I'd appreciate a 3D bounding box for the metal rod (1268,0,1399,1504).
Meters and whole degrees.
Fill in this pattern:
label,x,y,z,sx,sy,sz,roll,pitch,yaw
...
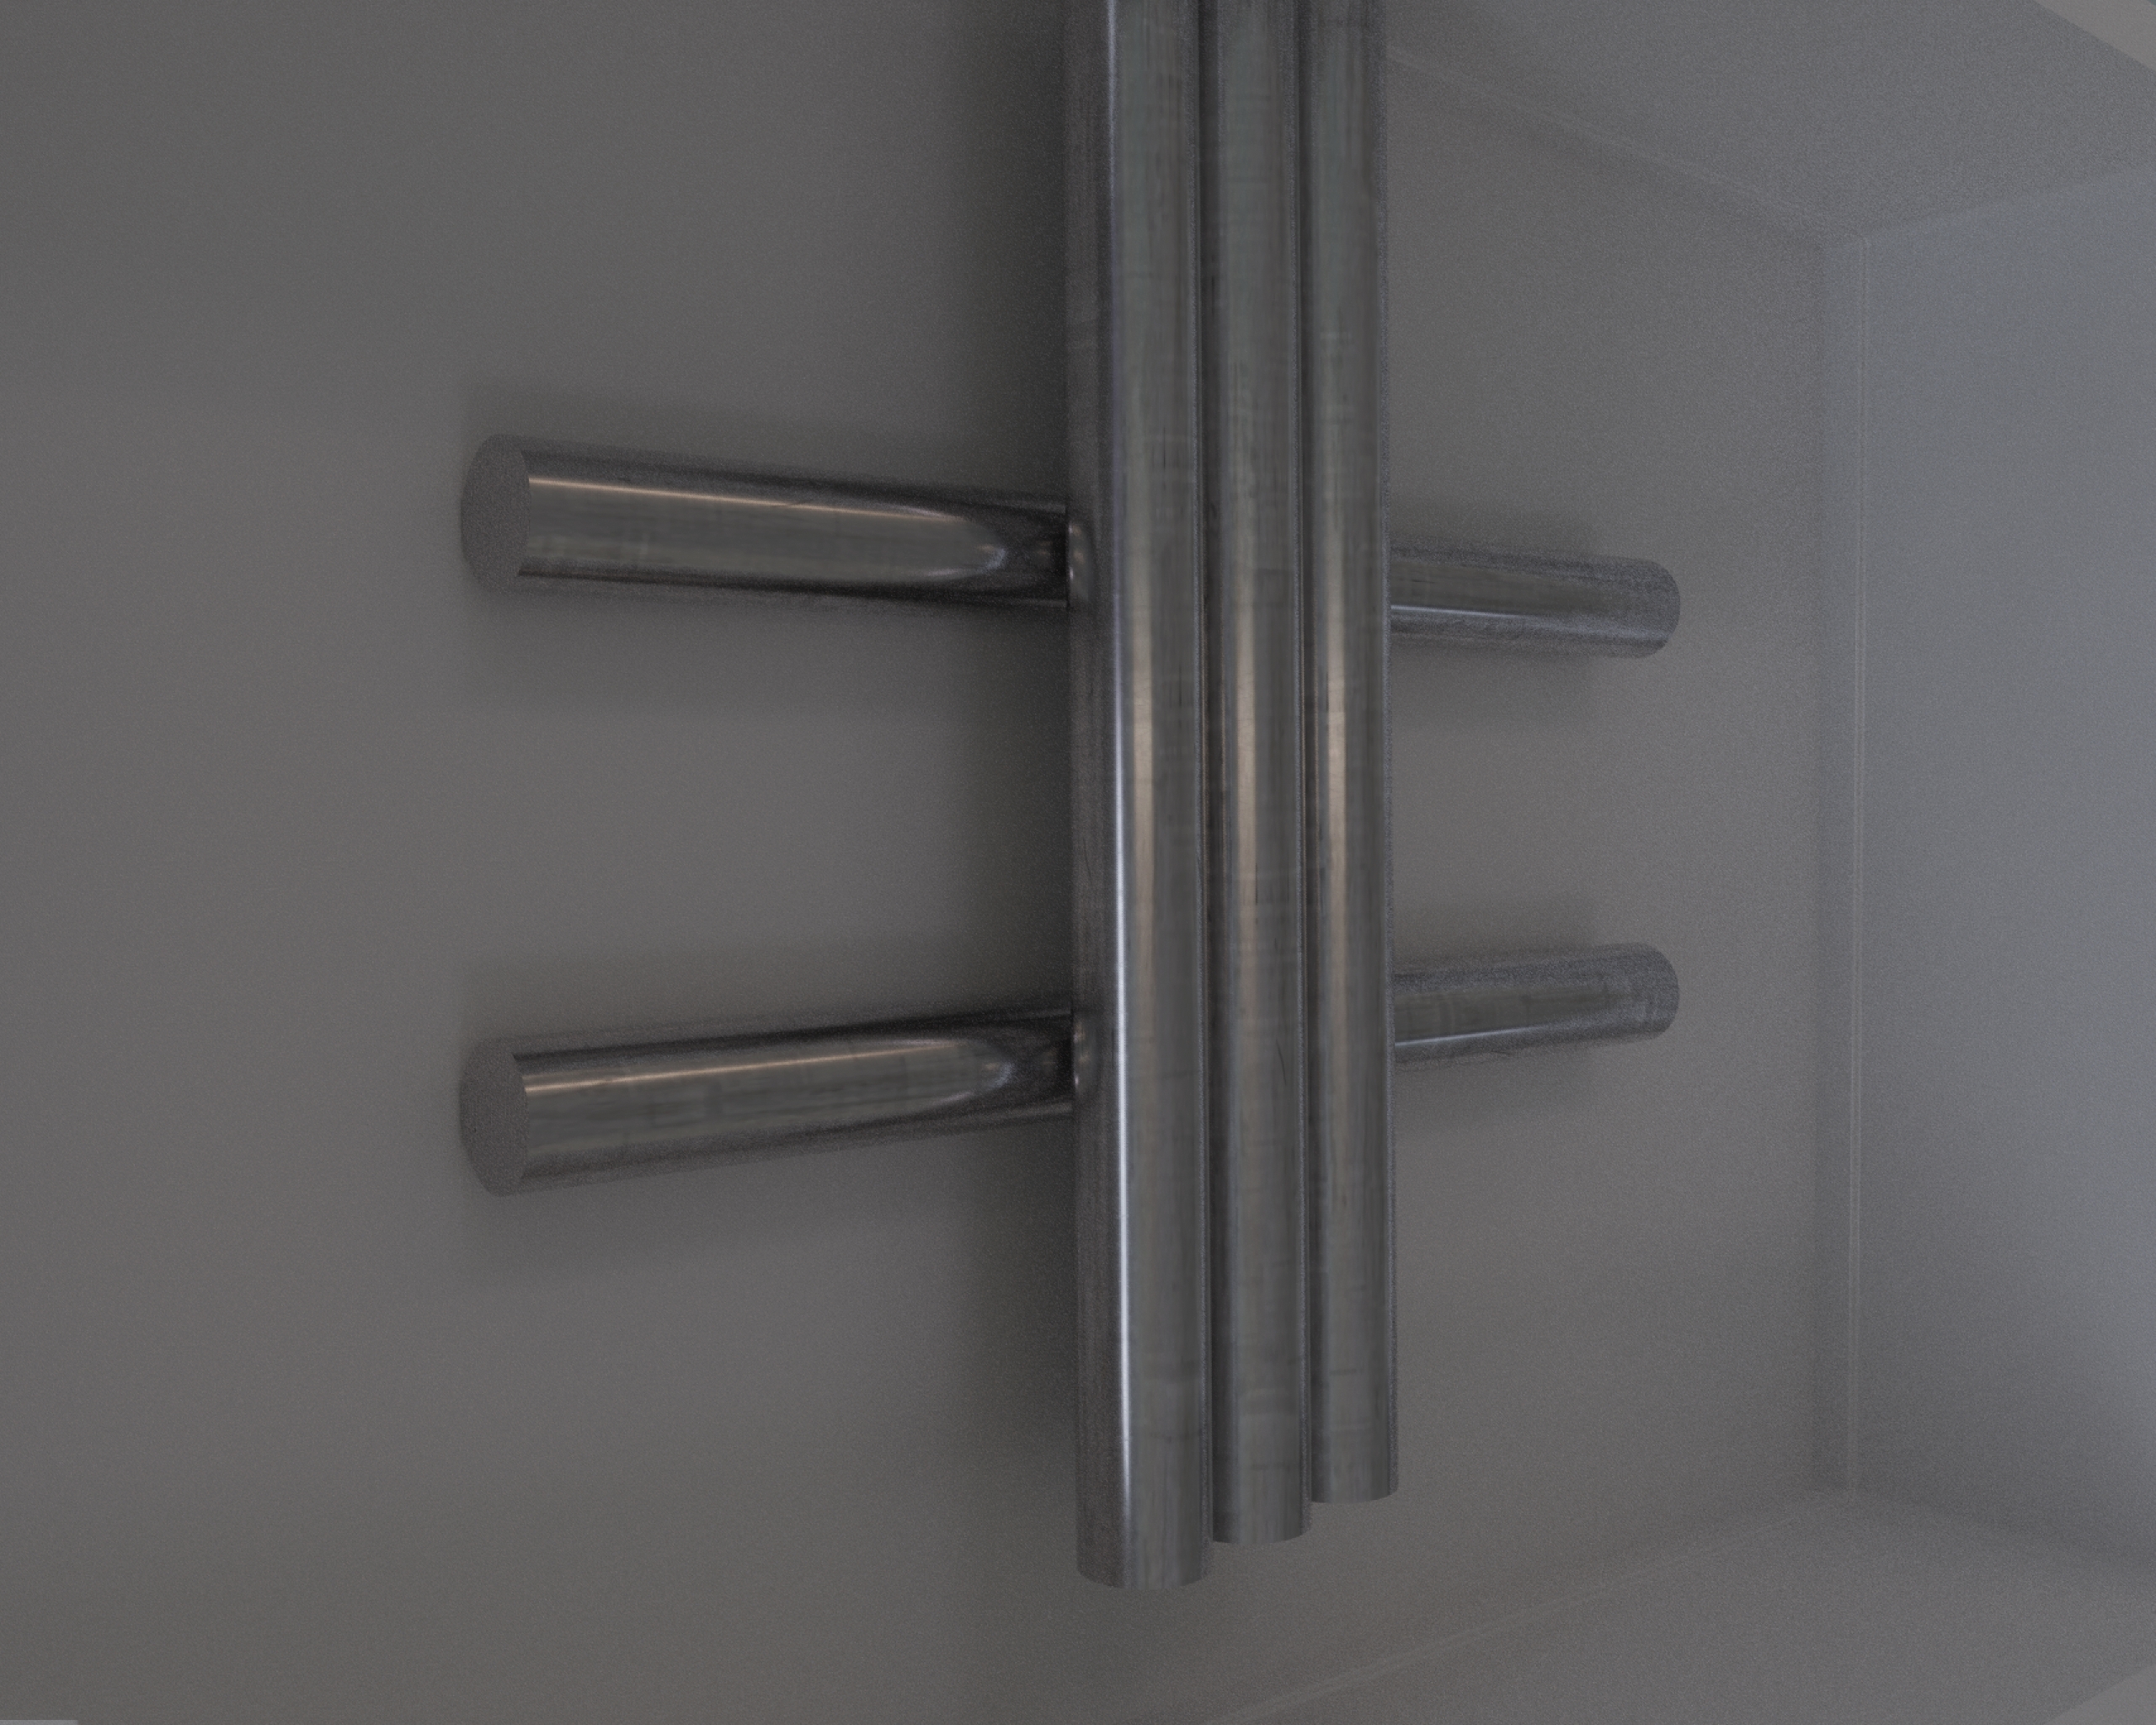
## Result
label,x,y,z,sx,sy,sz,roll,pitch,yaw
metal rod,0.049,-0.026,0.412,0.025,0.025,0.298,-1,91,-40

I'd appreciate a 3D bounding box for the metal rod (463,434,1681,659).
label,x,y,z,sx,sy,sz,roll,pitch,yaw
metal rod,0.024,-0.059,0.425,0.302,0.025,0.025,-2,92,-40

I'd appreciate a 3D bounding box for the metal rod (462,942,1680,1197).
label,x,y,z,sx,sy,sz,roll,pitch,yaw
metal rod,0.024,0.036,0.425,0.302,0.025,0.025,-2,91,-40

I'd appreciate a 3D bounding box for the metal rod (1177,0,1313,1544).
label,x,y,z,sx,sy,sz,roll,pitch,yaw
metal rod,0.031,-0.023,0.396,0.025,0.025,0.298,-1,91,-40

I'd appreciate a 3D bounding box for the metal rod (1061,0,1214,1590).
label,x,y,z,sx,sy,sz,roll,pitch,yaw
metal rod,0.011,-0.021,0.380,0.025,0.025,0.298,-1,91,-40
